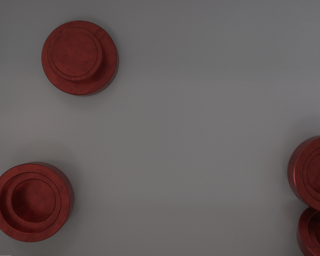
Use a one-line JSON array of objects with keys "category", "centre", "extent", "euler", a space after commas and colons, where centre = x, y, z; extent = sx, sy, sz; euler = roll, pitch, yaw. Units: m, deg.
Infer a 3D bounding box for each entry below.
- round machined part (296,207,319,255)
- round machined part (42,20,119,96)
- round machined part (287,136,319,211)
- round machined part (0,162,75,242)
[{"category": "round machined part", "centre": [0.223, 0.144, 0.386], "extent": [0.099, 0.098, 0.042], "euler": [-9, 126, 0]}, {"category": "round machined part", "centre": [-0.105, -0.091, 0.402], "extent": [0.099, 0.042, 0.097], "euler": [0, 90, 0]}, {"category": "round machined part", "centre": [0.215, 0.058, 0.404], "extent": [0.099, 0.042, 0.097], "euler": [0, 90, 0]}, {"category": "round machined part", "centre": [-0.160, 0.092, 0.402], "extent": [0.099, 0.042, 0.097], "euler": [0, 90, 0]}]
